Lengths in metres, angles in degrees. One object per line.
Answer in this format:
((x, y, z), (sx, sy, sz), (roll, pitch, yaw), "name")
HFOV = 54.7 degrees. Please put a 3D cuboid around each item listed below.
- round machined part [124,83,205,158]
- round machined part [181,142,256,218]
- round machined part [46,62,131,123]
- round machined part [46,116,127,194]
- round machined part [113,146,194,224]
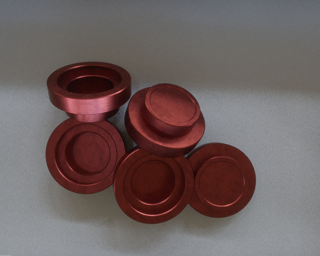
((0.010, -0.016, 0.374), (0.099, 0.042, 0.098), (11, 49, -13), "round machined part")
((0.076, 0.068, 0.402), (0.099, 0.042, 0.097), (0, 90, -1), "round machined part")
((-0.085, -0.043, 0.382), (0.099, 0.098, 0.042), (3, 126, -1), "round machined part")
((-0.091, 0.032, 0.399), (0.099, 0.042, 0.097), (0, 90, -1), "round machined part")
((-0.010, 0.066, 0.390), (0.099, 0.042, 0.097), (-2, 96, -13), "round machined part")
